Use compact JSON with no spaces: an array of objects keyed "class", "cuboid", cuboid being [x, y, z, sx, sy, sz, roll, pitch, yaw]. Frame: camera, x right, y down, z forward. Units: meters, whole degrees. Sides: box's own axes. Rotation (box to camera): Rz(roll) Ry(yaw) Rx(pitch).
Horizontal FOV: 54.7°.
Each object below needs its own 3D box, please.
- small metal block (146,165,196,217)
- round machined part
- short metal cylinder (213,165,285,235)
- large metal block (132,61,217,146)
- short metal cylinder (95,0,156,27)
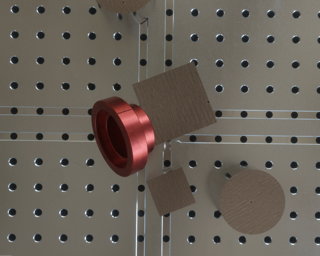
[{"class":"small metal block","cuboid":[0.014,0.083,0.414,0.050,0.025,0.050,-21,90,-1]},{"class":"round machined part","cuboid":[-0.043,0.008,0.384,0.042,0.098,0.098,-21,91,-32]},{"class":"short metal cylinder","cuboid":[0.113,0.090,0.402,0.081,0.050,0.079,0,90,0]},{"class":"large metal block","cuboid":[0.018,-0.030,0.401,0.080,0.050,0.080,-21,90,-1]},{"class":"short metal cylinder","cuboid":[-0.046,-0.179,0.400,0.081,0.050,0.079,0,90,-1]}]
